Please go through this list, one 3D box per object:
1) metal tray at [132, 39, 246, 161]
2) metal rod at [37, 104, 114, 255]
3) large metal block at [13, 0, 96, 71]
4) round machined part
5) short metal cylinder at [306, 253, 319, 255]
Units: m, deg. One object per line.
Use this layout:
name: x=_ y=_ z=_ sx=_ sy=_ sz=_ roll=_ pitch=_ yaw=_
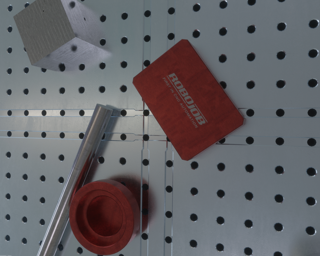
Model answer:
metal tray: x=0.036 y=-0.035 z=0.397 sx=0.090 sy=0.030 sz=0.130 roll=-36 pitch=79 yaw=16
metal rod: x=-0.136 y=0.106 z=0.460 sx=0.025 sy=0.025 sz=0.298 roll=26 pitch=98 yaw=18
large metal block: x=-0.154 y=-0.141 z=0.453 sx=0.080 sy=0.050 sz=0.080 roll=-26 pitch=82 yaw=18
round machined part: x=-0.072 y=0.119 z=0.429 sx=0.098 sy=0.042 sz=0.097 roll=0 pitch=90 yaw=20
short metal cylinder: x=0.184 y=0.184 z=0.334 sx=0.080 sy=0.050 sz=0.079 roll=0 pitch=90 yaw=20
